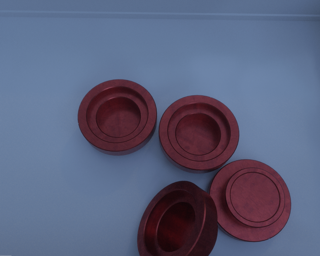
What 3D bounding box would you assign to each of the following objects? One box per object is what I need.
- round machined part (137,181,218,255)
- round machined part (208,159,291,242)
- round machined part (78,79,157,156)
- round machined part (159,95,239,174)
[{"bbox_3d":[0.024,0.111,0.341,0.042,0.098,0.098,38,69,-29],"label":"round machined part"},{"bbox_3d":[0.108,0.085,0.370,0.099,0.042,0.098,0,70,0],"label":"round machined part"},{"bbox_3d":[-0.053,-0.011,0.404,0.099,0.042,0.098,0,70,0],"label":"round machined part"},{"bbox_3d":[0.048,0.010,0.397,0.099,0.042,0.098,0,70,0],"label":"round machined part"}]
